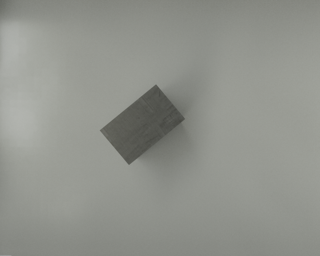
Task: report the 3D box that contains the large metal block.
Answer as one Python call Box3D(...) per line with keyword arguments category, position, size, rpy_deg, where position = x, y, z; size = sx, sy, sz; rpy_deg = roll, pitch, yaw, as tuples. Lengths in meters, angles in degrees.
Box3D(category="large metal block", position=(-0.019, -0.004, 0.381), size=(0.080, 0.080, 0.050), rpy_deg=(-40, 90, 0))
